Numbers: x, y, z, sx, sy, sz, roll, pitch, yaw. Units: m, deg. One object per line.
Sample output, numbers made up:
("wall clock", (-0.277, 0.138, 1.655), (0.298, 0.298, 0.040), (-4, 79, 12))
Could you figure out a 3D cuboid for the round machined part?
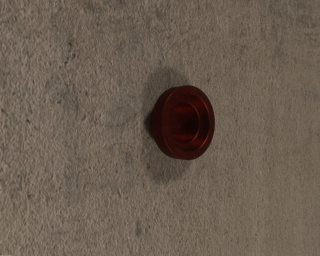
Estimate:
("round machined part", (0.026, -0.007, 0.418), (0.099, 0.042, 0.097), (0, 90, -40))
